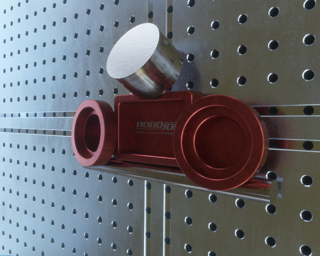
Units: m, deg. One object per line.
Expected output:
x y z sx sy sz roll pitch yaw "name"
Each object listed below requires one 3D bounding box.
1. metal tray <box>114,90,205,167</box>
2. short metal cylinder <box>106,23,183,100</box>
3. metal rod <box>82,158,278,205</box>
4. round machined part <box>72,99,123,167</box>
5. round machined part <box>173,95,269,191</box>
-0.005 0.000 0.404 0.130 0.030 0.089 1 91 39 "metal tray"
-0.019 -0.082 0.385 0.080 0.050 0.080 -20 52 29 "short metal cylinder"
-0.002 0.059 0.405 0.300 0.025 0.025 3 92 39 "metal rod"
-0.090 0.008 0.461 0.098 0.042 0.097 -4 84 48 "round machined part"
0.067 0.015 0.332 0.098 0.042 0.097 -1 88 32 "round machined part"
